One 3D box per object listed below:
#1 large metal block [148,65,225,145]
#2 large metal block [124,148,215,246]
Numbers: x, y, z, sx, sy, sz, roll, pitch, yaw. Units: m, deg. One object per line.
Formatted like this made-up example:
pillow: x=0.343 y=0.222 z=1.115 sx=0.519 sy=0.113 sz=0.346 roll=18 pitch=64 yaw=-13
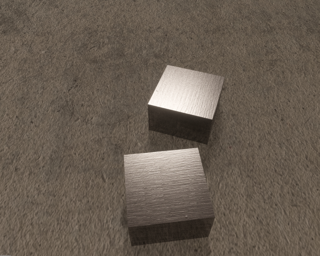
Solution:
large metal block: x=0.036 y=-0.033 z=0.415 sx=0.080 sy=0.050 sz=0.080 roll=14 pitch=51 yaw=11
large metal block: x=0.006 y=0.071 z=0.327 sx=0.081 sy=0.050 sz=0.080 roll=-5 pitch=50 yaw=-5
